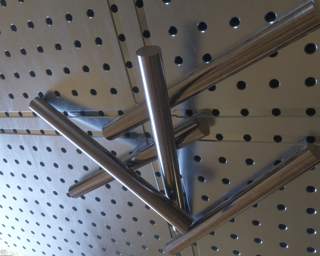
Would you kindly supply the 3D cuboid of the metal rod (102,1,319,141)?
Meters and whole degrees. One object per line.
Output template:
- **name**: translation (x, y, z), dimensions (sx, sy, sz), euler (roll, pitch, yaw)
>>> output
- **metal rod**: translation (0.033, -0.047, 0.363), dimensions (0.299, 0.025, 0.025), euler (-27, 104, 37)

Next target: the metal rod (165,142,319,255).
- **metal rod**: translation (0.095, 0.114, 0.430), dimensions (0.025, 0.025, 0.298), euler (40, 129, 0)

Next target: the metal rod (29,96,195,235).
- **metal rod**: translation (-0.078, 0.047, 0.451), dimensions (0.300, 0.025, 0.025), euler (36, 129, 14)

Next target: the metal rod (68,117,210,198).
- **metal rod**: translation (-0.050, 0.057, 0.470), dimensions (0.299, 0.025, 0.025), euler (-29, 102, 37)

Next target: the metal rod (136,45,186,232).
- **metal rod**: translation (0.010, 0.039, 0.396), dimensions (0.025, 0.025, 0.298), euler (9, 132, 23)
